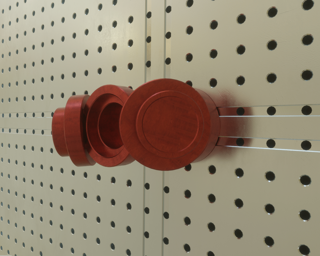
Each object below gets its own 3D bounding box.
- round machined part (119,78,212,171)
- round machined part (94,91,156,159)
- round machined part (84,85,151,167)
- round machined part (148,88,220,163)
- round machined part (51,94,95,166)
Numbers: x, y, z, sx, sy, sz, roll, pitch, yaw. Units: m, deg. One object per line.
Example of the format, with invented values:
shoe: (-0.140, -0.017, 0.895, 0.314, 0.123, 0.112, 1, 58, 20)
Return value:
round machined part: (0.007, -0.004, 0.324, 0.042, 0.099, 0.097, -179, 89, -80)
round machined part: (-0.056, -0.004, 0.442, 0.098, 0.042, 0.097, 0, 90, 39)
round machined part: (-0.049, -0.003, 0.381, 0.098, 0.042, 0.097, 0, 90, 39)
round machined part: (0.020, -0.003, 0.380, 0.098, 0.042, 0.097, 0, 90, 39)
round machined part: (-0.115, 0.004, 0.424, 0.042, 0.098, 0.097, -4, 87, 2)
